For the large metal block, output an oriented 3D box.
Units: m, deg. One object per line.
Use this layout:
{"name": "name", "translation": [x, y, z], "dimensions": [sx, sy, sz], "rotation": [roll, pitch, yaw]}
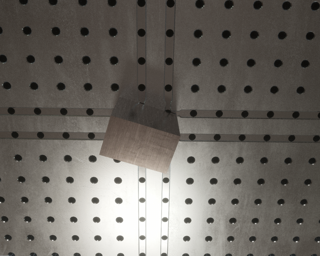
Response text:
{"name": "large metal block", "translation": [-0.023, 0.006, 0.386], "dimensions": [0.080, 0.080, 0.050], "rotation": [17, 109, -7]}
